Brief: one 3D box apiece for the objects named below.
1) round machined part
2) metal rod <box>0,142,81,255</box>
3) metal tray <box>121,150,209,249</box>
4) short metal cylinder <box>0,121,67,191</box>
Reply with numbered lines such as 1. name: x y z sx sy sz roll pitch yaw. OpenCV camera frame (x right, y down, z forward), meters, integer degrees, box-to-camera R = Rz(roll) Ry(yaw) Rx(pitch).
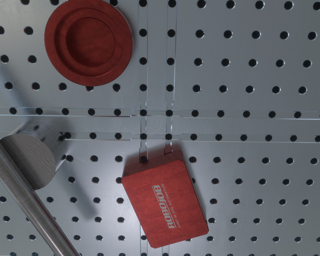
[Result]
1. round machined part: -0.080 -0.102 0.366 0.099 0.042 0.097 0 110 0
2. metal rod: -0.178 0.070 0.384 0.025 0.025 0.299 -24 109 8
3. metal tray: 0.009 0.106 0.450 0.090 0.030 0.129 -18 109 6
4. short metal cylinder: -0.171 0.036 0.412 0.081 0.050 0.079 0 110 0
